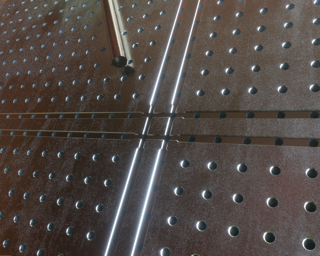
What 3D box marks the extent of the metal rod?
[{"bbox_3d":[-0.098,-0.225,0.598,0.025,0.025,0.299,-25,53,13],"label":"metal rod"}]
